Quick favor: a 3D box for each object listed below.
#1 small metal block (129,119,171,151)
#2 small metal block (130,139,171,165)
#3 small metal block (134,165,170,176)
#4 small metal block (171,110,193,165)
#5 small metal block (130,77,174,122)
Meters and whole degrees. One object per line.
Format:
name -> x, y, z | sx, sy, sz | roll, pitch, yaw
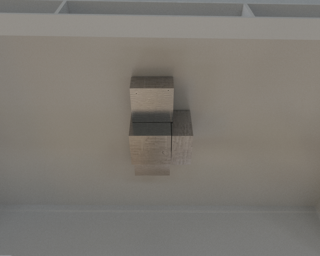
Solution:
small metal block -> -0.012, 0.003, 0.392 | 0.050, 0.050, 0.025 | 0, 130, 0
small metal block -> -0.011, 0.021, 0.408 | 0.050, 0.050, 0.025 | 0, 130, 0
small metal block -> -0.011, 0.042, 0.442 | 0.050, 0.025, 0.050 | 0, 130, 0
small metal block -> 0.027, 0.012, 0.401 | 0.025, 0.050, 0.050 | 0, 130, 0
small metal block -> -0.009, -0.034, 0.377 | 0.050, 0.025, 0.050 | 0, 130, 0
